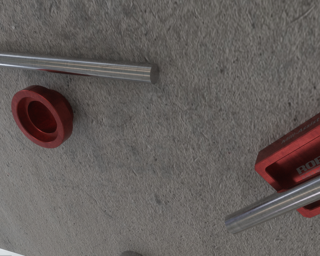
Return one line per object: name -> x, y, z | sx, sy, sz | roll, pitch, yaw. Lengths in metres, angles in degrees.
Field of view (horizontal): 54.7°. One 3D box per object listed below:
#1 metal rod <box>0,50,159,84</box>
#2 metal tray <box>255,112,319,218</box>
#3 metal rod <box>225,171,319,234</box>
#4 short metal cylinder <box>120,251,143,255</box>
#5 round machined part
metal rod -> -0.143, -0.088, 0.427 | 0.301, 0.025, 0.025 | 10, 123, 23
metal tray -> 0.180, 0.034, 0.329 | 0.090, 0.030, 0.129 | 44, 129, -3
metal rod -> 0.178, 0.046, 0.301 | 0.025, 0.025, 0.299 | 45, 129, -4
short metal cylinder -> -0.055, 0.285, 0.596 | 0.080, 0.050, 0.079 | 13, 124, 21
round machined part -> -0.173, -0.021, 0.474 | 0.098, 0.042, 0.097 | 13, 124, 21
